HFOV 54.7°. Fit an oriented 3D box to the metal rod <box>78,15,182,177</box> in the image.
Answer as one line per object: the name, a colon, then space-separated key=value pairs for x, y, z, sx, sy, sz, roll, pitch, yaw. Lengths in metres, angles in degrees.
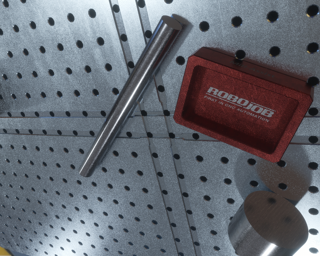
metal rod: x=-0.056 y=-0.021 z=0.427 sx=0.025 sy=0.025 sz=0.298 roll=38 pitch=129 yaw=2

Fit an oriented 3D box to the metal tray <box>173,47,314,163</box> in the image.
metal tray: x=0.087 y=-0.026 z=0.346 sx=0.130 sy=0.030 sz=0.089 roll=23 pitch=127 yaw=14

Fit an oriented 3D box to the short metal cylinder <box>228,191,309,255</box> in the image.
short metal cylinder: x=0.132 y=0.125 z=0.384 sx=0.080 sy=0.080 sz=0.050 roll=27 pitch=128 yaw=11
